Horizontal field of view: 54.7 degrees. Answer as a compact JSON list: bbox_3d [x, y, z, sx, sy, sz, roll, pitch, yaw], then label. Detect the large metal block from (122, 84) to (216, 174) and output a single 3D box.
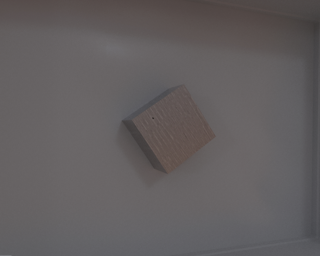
[{"bbox_3d":[0.011,0.001,0.402,0.080,0.050,0.080,-36,102,-17],"label":"large metal block"}]
